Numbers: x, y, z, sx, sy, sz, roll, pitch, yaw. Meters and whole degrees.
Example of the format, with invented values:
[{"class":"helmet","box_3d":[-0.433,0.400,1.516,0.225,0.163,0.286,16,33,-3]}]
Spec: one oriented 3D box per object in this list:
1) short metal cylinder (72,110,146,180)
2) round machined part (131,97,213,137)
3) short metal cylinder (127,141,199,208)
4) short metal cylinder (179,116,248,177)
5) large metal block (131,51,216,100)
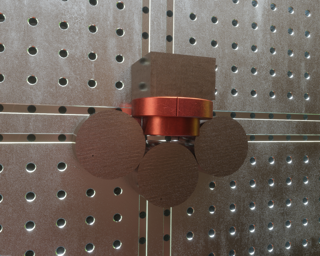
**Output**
[{"class":"short metal cylinder","box_3d":[-0.063,0.019,0.376,0.081,0.050,0.079,0,90,-20]},{"class":"round machined part","box_3d":[0.014,-0.011,0.377,0.099,0.098,0.042,2,89,-20]},{"class":"short metal cylinder","box_3d":[0.003,0.057,0.401,0.081,0.050,0.079,0,90,-20]},{"class":"short metal cylinder","box_3d":[0.072,0.024,0.426,0.081,0.050,0.079,0,90,-20]},{"class":"large metal block","box_3d":[0.014,-0.058,0.388,0.081,0.080,0.050,1,90,-20]}]
